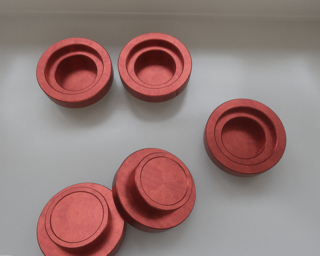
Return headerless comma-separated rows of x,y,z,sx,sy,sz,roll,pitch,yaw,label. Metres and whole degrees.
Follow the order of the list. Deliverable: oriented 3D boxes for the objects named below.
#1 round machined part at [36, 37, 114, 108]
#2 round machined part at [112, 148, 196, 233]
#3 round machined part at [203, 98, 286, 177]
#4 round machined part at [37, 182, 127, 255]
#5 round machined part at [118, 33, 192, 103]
-0.113,-0.071,0.425,0.099,0.042,0.098,0,70,-1,round machined part
-0.002,0.067,0.358,0.099,0.042,0.098,11,58,-18,round machined part
0.105,0.015,0.397,0.099,0.042,0.098,0,70,-1,round machined part
-0.089,0.106,0.348,0.099,0.042,0.098,0,55,0,round machined part
-0.007,-0.079,0.429,0.099,0.042,0.098,0,70,-1,round machined part
